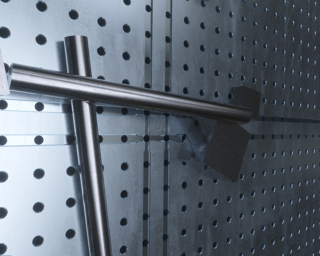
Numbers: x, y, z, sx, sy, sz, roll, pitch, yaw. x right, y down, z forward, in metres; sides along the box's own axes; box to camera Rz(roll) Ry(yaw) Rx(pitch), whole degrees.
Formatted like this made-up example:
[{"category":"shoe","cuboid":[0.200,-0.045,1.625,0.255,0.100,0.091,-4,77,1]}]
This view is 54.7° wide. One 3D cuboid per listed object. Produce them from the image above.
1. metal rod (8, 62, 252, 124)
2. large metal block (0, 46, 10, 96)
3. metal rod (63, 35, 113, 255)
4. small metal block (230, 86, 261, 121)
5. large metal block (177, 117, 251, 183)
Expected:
[{"category":"metal rod","cuboid":[-0.007,-0.032,0.356,0.302,0.025,0.025,6,86,-33]},{"category":"large metal block","cuboid":[-0.176,-0.060,0.245,0.081,0.050,0.079,-14,99,-39]},{"category":"metal rod","cuboid":[-0.076,0.051,0.345,0.025,0.025,0.298,-10,96,-40]},{"category":"small metal block","cuboid":[0.146,-0.041,0.531,0.050,0.025,0.050,11,83,-40]},{"category":"large metal block","cuboid":[0.082,0.027,0.462,0.080,0.050,0.080,33,70,-35]}]
